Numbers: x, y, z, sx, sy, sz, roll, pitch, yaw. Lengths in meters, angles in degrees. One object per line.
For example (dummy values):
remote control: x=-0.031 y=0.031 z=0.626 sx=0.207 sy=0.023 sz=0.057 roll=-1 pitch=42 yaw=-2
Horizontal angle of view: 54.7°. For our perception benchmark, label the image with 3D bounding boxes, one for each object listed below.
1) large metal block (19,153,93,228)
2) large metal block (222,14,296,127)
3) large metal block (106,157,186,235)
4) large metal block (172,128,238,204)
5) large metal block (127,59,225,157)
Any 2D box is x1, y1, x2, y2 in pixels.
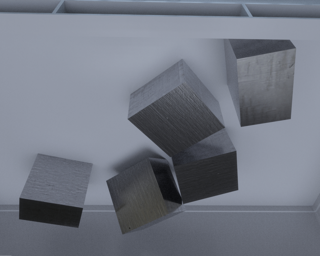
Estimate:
large metal block: x=-0.148 y=0.090 z=0.447 sx=0.081 sy=0.080 sz=0.050 roll=13 pitch=129 yaw=-11
large metal block: x=0.100 y=-0.060 z=0.323 sx=0.050 sy=0.080 sz=0.080 roll=-10 pitch=130 yaw=7
large metal block: x=-0.021 y=0.097 z=0.446 sx=0.080 sy=0.080 sz=0.050 roll=-31 pitch=157 yaw=23
large metal block: x=0.060 y=0.053 z=0.431 sx=0.080 sy=0.050 sz=0.080 roll=-14 pitch=130 yaw=0
large metal block: x=0.020 y=-0.022 z=0.375 sx=0.080 sy=0.050 sz=0.080 roll=-31 pitch=124 yaw=23
